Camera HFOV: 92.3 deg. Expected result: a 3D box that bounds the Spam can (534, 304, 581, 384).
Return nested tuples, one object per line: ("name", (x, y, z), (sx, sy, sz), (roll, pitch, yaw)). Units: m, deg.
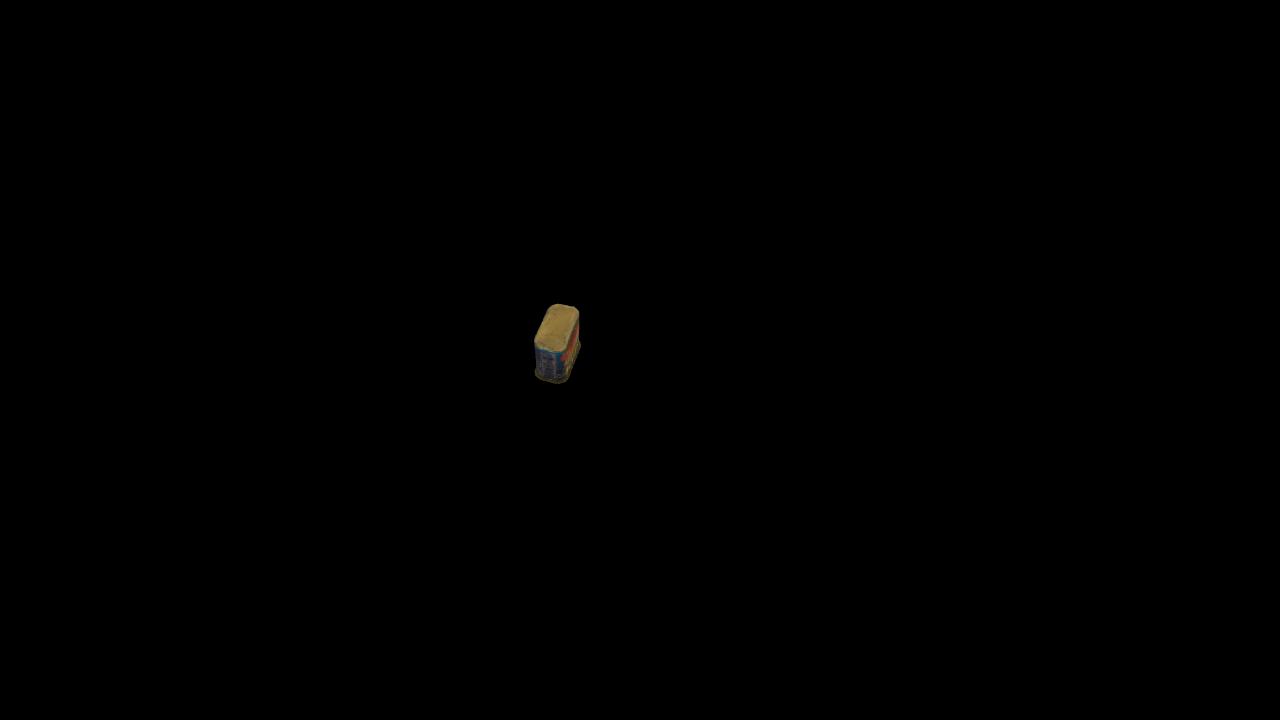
("Spam can", (-0.133, -0.028, 0.991), (0.058, 0.101, 0.085), (13, -38, 5))
